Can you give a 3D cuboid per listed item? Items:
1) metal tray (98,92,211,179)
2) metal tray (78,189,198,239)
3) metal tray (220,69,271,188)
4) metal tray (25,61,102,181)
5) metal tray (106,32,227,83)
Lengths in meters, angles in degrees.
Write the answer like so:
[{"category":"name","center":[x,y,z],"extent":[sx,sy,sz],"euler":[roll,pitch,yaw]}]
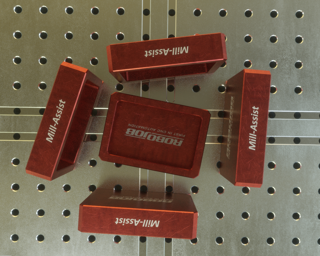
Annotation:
[{"category":"metal tray","center":[-0.007,0.009,0.410],"extent":[0.131,0.030,0.090],"euler":[11,90,-1]},{"category":"metal tray","center":[-0.024,0.102,0.381],"extent":[0.131,0.090,0.030],"euler":[4,90,0]},{"category":"metal tray","center":[0.102,0.000,0.381],"extent":[0.030,0.090,0.129],"euler":[5,90,0]},{"category":"metal tray","center":[-0.113,-0.008,0.380],"extent":[0.030,0.090,0.129],"euler":[18,90,0]},{"category":"metal tray","center":[0.008,-0.083,0.380],"extent":[0.131,0.090,0.030],"euler":[-6,90,0]}]
